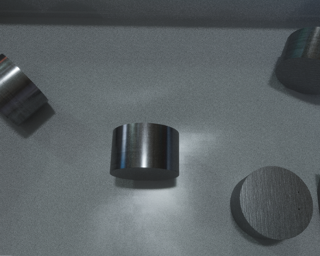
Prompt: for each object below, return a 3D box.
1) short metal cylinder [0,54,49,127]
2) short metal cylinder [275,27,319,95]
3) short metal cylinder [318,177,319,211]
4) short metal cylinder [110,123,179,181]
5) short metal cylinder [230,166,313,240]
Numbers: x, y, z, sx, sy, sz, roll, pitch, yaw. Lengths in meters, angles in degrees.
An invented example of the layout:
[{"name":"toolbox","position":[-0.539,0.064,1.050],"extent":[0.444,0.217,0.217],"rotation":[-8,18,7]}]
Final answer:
[{"name":"short metal cylinder","position":[-0.191,-0.047,0.395],"extent":[0.080,0.080,0.050],"rotation":[41,75,13]},{"name":"short metal cylinder","position":[0.203,-0.088,0.415],"extent":[0.080,0.080,0.050],"rotation":[23,72,8]},{"name":"short metal cylinder","position":[0.225,0.080,0.354],"extent":[0.050,0.080,0.080],"rotation":[3,70,1]},{"name":"short metal cylinder","position":[-0.017,0.031,0.369],"extent":[0.081,0.080,0.050],"rotation":[1,70,0]},{"name":"short metal cylinder","position":[0.129,0.089,0.365],"extent":[0.081,0.050,0.080],"rotation":[0,70,0]}]
